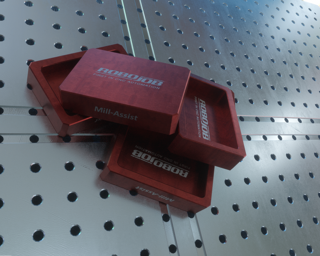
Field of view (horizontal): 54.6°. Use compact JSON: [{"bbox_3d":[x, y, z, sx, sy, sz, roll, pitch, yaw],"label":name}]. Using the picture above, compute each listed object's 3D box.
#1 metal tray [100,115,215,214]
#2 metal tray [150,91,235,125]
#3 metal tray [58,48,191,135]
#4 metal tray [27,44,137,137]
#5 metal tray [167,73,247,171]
[{"bbox_3d":[0.003,0.040,0.381,0.131,0.030,0.090,24,53,-14],"label":"metal tray"},{"bbox_3d":[0.046,-0.031,0.447,0.131,0.030,0.090,17,55,-17],"label":"metal tray"},{"bbox_3d":[-0.037,-0.046,0.361,0.131,0.030,0.090,13,45,6],"label":"metal tray"},{"bbox_3d":[-0.084,-0.053,0.391,0.131,0.030,0.090,-25,75,-36],"label":"metal tray"},{"bbox_3d":[0.056,-0.015,0.403,0.091,0.030,0.130,18,43,-17],"label":"metal tray"}]
